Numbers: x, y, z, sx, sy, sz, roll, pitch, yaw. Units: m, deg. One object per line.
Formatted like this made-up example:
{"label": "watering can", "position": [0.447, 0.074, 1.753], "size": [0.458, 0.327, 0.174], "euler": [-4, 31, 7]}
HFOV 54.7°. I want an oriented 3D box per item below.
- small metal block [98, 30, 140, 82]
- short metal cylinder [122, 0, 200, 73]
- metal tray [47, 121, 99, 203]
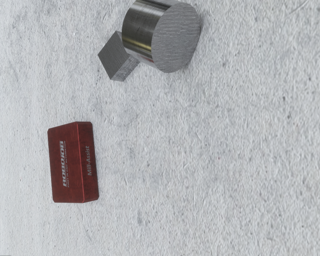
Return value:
{"label": "small metal block", "position": [-0.059, -0.104, 0.454], "size": [0.050, 0.025, 0.050], "euler": [-43, 64, 31]}
{"label": "short metal cylinder", "position": [0.002, -0.111, 0.367], "size": [0.050, 0.081, 0.079], "euler": [31, 110, 35]}
{"label": "metal tray", "position": [-0.149, 0.059, 0.525], "size": [0.090, 0.030, 0.129], "euler": [-11, 83, 39]}
